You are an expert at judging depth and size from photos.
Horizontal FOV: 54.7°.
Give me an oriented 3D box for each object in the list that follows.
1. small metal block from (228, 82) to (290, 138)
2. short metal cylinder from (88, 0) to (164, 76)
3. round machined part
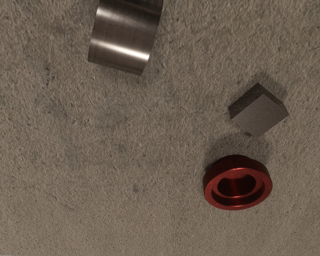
[{"bbox_3d":[0.124,-0.021,0.391,0.050,0.025,0.050,31,123,-24],"label":"small metal block"},{"bbox_3d":[-0.033,-0.094,0.290,0.050,0.080,0.079,14,129,-12],"label":"short metal cylinder"},{"bbox_3d":[0.113,0.078,0.464,0.099,0.042,0.097,-1,130,0],"label":"round machined part"}]
